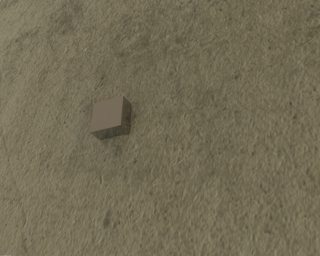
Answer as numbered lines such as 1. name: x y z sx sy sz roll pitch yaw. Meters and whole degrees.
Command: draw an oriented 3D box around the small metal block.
1. small metal block: -0.070 -0.014 0.448 0.050 0.025 0.050 -13 56 21
